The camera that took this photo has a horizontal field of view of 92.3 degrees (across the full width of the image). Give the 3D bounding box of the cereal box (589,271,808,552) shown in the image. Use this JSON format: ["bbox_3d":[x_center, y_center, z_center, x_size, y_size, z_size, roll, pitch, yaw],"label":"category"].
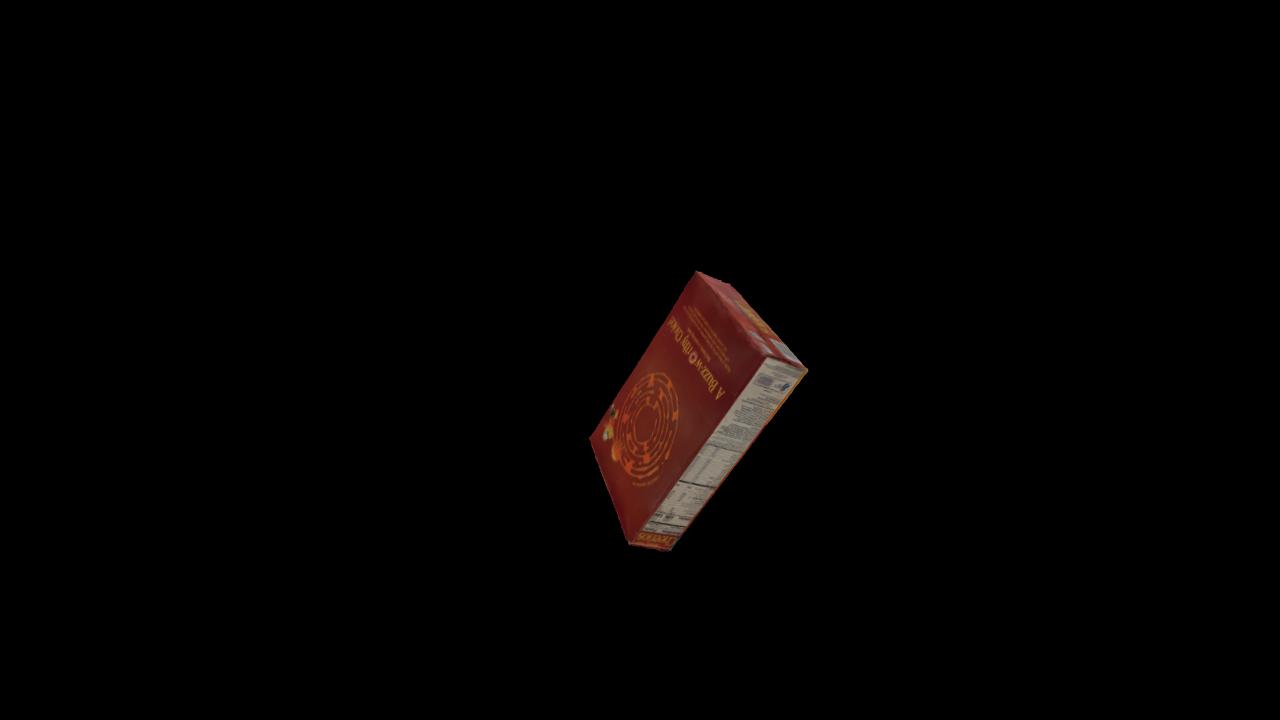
[{"bbox_3d":[0.055,0.065,0.793,0.081,0.306,0.203,17,26,-31],"label":"cereal box"}]
